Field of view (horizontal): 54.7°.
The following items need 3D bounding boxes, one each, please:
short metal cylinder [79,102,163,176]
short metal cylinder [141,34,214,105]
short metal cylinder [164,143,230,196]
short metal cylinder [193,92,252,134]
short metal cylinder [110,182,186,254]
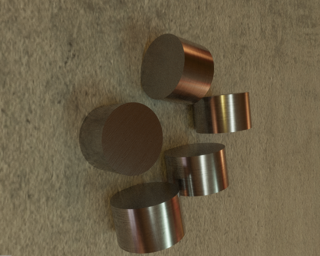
[{"bbox_3d":[-0.044,0.012,0.354,0.081,0.050,0.079,0,90,-40],"label":"short metal cylinder"},{"bbox_3d":[0.020,-0.071,0.388,0.050,0.080,0.080,7,86,-40],"label":"short metal cylinder"},{"bbox_3d":[0.049,0.053,0.412,0.081,0.080,0.050,-14,99,-39],"label":"short metal cylinder"},{"bbox_3d":[0.089,-0.023,0.446,0.081,0.080,0.050,-11,98,-40],"label":"short metal cylinder"},{"bbox_3d":[-0.014,0.100,0.360,0.081,0.080,0.050,-16,101,-39],"label":"short metal cylinder"}]
